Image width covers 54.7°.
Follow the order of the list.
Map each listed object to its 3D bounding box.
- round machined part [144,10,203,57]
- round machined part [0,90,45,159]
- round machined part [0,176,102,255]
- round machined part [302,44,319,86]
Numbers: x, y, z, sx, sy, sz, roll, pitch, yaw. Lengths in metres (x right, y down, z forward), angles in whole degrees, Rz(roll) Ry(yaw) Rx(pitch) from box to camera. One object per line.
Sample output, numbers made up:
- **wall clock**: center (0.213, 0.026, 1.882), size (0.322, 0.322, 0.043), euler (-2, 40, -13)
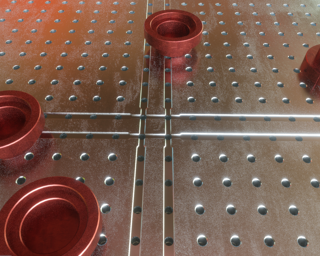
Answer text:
- **round machined part**: center (0.022, -0.159, 0.530), size (0.099, 0.042, 0.098), euler (0, 50, 0)
- **round machined part**: center (-0.197, 0.000, 0.394), size (0.099, 0.042, 0.098), euler (0, 50, 0)
- **round machined part**: center (-0.107, 0.101, 0.310), size (0.099, 0.042, 0.098), euler (0, 50, 0)
- **round machined part**: center (0.282, -0.105, 0.489), size (0.099, 0.042, 0.098), euler (0, 50, 0)
